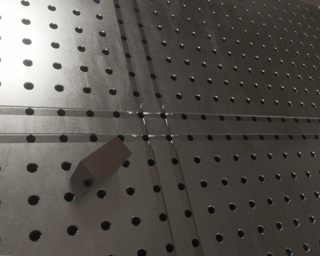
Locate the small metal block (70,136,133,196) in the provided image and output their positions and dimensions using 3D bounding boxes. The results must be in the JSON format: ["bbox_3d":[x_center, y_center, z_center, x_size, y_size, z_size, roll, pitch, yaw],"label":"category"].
[{"bbox_3d":[-0.064,0.041,0.334,0.025,0.050,0.050,49,51,5],"label":"small metal block"}]
